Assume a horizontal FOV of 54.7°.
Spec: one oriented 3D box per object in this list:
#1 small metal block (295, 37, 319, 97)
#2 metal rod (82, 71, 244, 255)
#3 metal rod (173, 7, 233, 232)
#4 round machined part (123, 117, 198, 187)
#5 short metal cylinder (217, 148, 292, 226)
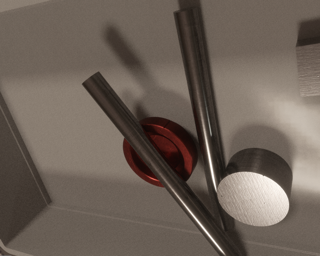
[{"bbox_3d":[0.157,-0.059,0.289,0.050,0.025,0.050,-3,117,29],"label":"small metal block"},{"bbox_3d":[0.010,0.059,0.384,0.025,0.025,0.300,-30,102,37],"label":"metal rod"},{"bbox_3d":[0.059,0.009,0.382,0.025,0.025,0.298,0,119,28],"label":"metal rod"},{"bbox_3d":[0.004,0.028,0.412,0.098,0.042,0.097,13,124,20],"label":"round machined part"},{"bbox_3d":[0.115,0.071,0.375,0.080,0.050,0.079,13,124,20],"label":"short metal cylinder"}]
